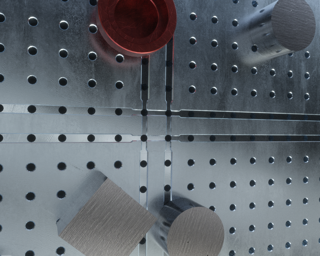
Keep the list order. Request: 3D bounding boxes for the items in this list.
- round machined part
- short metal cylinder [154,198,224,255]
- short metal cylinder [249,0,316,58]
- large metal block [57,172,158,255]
[{"bbox_3d":[-0.032,-0.139,0.391,0.099,0.042,0.097,0,90,-20],"label":"round machined part"},{"bbox_3d":[0.038,0.139,0.413,0.081,0.050,0.080,0,90,-20],"label":"short metal cylinder"},{"bbox_3d":[0.184,-0.150,0.466,0.081,0.050,0.080,0,90,-20],"label":"short metal cylinder"},{"bbox_3d":[-0.065,0.112,0.376,0.080,0.050,0.080,44,76,-15],"label":"large metal block"}]
